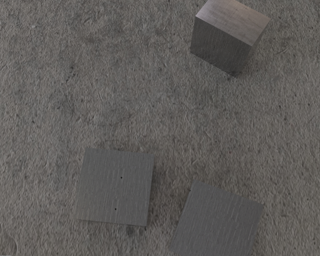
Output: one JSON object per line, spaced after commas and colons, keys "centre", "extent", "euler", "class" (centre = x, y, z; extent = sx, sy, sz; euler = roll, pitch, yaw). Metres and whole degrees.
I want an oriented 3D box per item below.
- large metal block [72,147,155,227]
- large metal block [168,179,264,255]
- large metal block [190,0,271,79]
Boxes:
{"centre": [-0.050, 0.072, 0.368], "extent": [0.080, 0.050, 0.080], "euler": [6, 70, 2], "class": "large metal block"}
{"centre": [0.061, 0.114, 0.354], "extent": [0.080, 0.050, 0.080], "euler": [20, 71, 7], "class": "large metal block"}
{"centre": [0.092, -0.125, 0.425], "extent": [0.080, 0.080, 0.050], "euler": [32, 73, 11], "class": "large metal block"}
